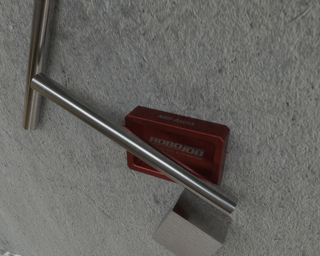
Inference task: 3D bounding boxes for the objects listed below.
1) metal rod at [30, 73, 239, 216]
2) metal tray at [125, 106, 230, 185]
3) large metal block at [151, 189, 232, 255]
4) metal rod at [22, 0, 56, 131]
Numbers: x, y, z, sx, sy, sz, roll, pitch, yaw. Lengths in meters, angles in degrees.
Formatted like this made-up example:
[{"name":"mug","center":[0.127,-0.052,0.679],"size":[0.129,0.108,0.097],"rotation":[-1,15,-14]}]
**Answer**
[{"name":"metal rod","center":[-0.037,0.017,0.395],"size":[0.301,0.025,0.025],"rotation":[32,128,6]},{"name":"metal tray","center":[0.019,0.028,0.409],"size":[0.130,0.030,0.089],"rotation":[14,124,20]},{"name":"large metal block","center":[0.045,0.149,0.457],"size":[0.080,0.050,0.079],"rotation":[33,129,6]},{"name":"metal rod","center":[-0.165,-0.110,0.422],"size":[0.025,0.025,0.298],"rotation":[31,128,7]}]
